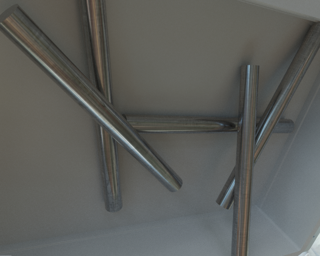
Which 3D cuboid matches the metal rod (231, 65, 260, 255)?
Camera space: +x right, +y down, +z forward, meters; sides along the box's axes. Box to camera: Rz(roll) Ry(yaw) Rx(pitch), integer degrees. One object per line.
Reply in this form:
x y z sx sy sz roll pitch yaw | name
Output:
0.121 0.062 0.445 0.025 0.025 0.298 -2 98 -28 | metal rod

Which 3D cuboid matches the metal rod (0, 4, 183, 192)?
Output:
-0.050 -0.005 0.345 0.025 0.025 0.300 -41 132 -1 | metal rod

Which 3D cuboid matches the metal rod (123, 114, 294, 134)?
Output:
0.087 -0.004 0.455 0.303 0.025 0.025 0 118 -29 | metal rod

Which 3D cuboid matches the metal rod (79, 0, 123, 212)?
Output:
-0.065 -0.015 0.364 0.025 0.025 0.298 -14 124 -21 | metal rod

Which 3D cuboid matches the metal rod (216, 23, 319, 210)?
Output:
0.165 -0.013 0.464 0.025 0.025 0.299 23 97 -37 | metal rod
